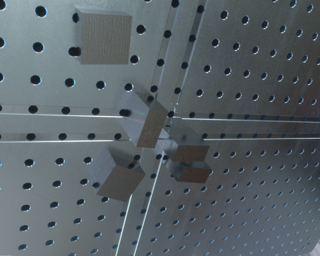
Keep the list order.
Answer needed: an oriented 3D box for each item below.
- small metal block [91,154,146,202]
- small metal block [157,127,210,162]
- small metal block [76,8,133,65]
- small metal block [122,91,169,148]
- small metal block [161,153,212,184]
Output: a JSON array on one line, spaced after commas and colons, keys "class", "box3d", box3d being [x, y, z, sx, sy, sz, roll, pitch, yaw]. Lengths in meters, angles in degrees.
[{"class": "small metal block", "box3d": [-0.057, 0.069, 0.422, 0.050, 0.025, 0.050, 26, 104, -37]}, {"class": "small metal block", "box3d": [0.031, 0.022, 0.424, 0.050, 0.050, 0.025, 3, 117, -30]}, {"class": "small metal block", "box3d": [-0.059, -0.094, 0.321, 0.050, 0.025, 0.050, -6, 121, -26]}, {"class": "small metal block", "box3d": [-0.019, -0.010, 0.377, 0.025, 0.050, 0.050, 7, 115, -32]}, {"class": "small metal block", "box3d": [0.038, 0.054, 0.448, 0.050, 0.050, 0.025, 10, 113, -33]}]
